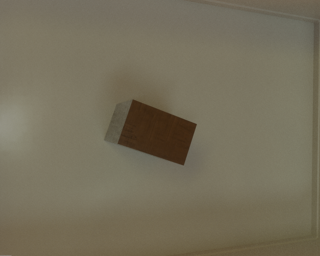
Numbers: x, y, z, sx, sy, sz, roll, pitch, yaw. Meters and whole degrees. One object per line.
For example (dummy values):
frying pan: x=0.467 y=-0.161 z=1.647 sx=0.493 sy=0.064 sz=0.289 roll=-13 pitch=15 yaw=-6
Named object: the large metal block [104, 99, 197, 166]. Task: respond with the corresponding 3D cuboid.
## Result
large metal block: x=-0.015 y=0.006 z=0.377 sx=0.080 sy=0.080 sz=0.050 roll=20 pitch=83 yaw=-19
